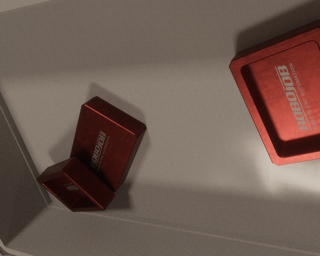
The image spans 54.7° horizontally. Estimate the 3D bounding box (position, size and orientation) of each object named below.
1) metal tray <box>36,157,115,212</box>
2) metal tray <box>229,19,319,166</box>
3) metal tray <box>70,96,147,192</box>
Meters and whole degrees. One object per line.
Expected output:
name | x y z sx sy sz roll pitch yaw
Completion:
metal tray | -0.142 0.097 0.509 0.090 0.030 0.130 48 143 -17
metal tray | 0.138 -0.029 0.314 0.090 0.030 0.130 -17 110 34
metal tray | -0.082 0.028 0.464 0.090 0.030 0.129 31 128 8
